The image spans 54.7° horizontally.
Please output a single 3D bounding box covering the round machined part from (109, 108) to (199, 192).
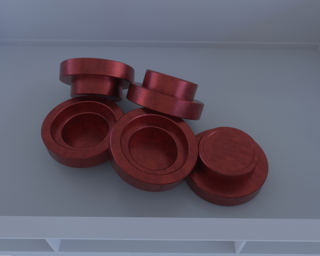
[{"bbox_3d":[-0.009,0.028,0.353,0.099,0.042,0.098,8,55,-11],"label":"round machined part"}]

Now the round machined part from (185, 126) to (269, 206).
[{"bbox_3d":[0.077,0.037,0.361,0.099,0.042,0.098,0,50,0],"label":"round machined part"}]

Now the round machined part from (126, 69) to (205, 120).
[{"bbox_3d":[0.010,-0.045,0.395,0.099,0.042,0.098,16,10,-3],"label":"round machined part"}]

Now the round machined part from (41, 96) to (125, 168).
[{"bbox_3d":[-0.090,0.009,0.382,0.099,0.042,0.098,0,50,0],"label":"round machined part"}]

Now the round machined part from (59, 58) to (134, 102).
[{"bbox_3d":[-0.085,-0.060,0.418,0.099,0.098,0.042,2,86,1],"label":"round machined part"}]
